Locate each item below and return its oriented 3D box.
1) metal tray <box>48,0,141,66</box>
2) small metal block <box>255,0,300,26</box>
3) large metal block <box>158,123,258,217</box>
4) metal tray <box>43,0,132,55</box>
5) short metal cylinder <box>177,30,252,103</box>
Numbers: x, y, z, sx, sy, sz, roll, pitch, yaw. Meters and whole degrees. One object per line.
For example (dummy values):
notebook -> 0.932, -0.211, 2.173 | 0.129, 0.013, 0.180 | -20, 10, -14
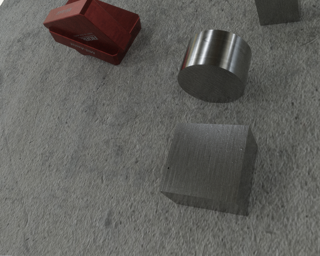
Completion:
metal tray -> -0.110, -0.171, 0.530 | 0.130, 0.030, 0.090 | 23, 72, 11
small metal block -> 0.156, -0.165, 0.407 | 0.050, 0.050, 0.025 | 3, 63, 29
large metal block -> 0.054, 0.042, 0.333 | 0.080, 0.050, 0.080 | 3, 63, 29
metal tray -> -0.120, -0.159, 0.504 | 0.130, 0.090, 0.030 | 10, 71, 46
short metal cylinder -> 0.067, -0.073, 0.378 | 0.080, 0.080, 0.050 | 4, 64, 30
